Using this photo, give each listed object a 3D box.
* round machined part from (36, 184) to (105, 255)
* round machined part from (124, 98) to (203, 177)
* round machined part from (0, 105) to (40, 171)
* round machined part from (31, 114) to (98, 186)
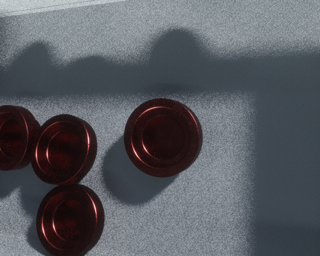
[{"bbox_3d":[-0.121,0.129,0.438,0.098,0.042,0.098,-4,77,20],"label":"round machined part"},{"bbox_3d":[0.007,0.012,0.399,0.098,0.042,0.097,0,90,20],"label":"round machined part"},{"bbox_3d":[-0.220,0.015,0.475,0.098,0.042,0.097,-1,87,26],"label":"round machined part"},{"bbox_3d":[-0.130,0.032,0.440,0.098,0.042,0.098,-6,74,21],"label":"round machined part"}]
